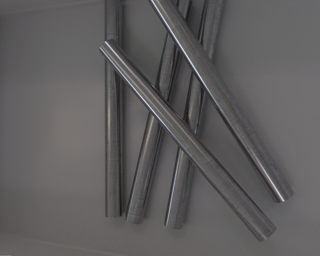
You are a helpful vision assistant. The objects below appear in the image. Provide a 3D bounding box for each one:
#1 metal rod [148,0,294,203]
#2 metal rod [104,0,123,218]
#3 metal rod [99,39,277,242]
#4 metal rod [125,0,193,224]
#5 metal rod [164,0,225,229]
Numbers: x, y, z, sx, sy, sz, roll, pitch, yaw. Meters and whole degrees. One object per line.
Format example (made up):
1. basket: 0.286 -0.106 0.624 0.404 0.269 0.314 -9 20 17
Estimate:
1. metal rod: 0.065 -0.047 0.364 0.025 0.025 0.299 -32 88 17
2. metal rod: -0.065 -0.027 0.433 0.025 0.025 0.298 0 90 20
3. metal rod: 0.025 0.005 0.373 0.025 0.025 0.300 -43 77 15
4. metal rod: -0.003 -0.019 0.411 0.025 0.025 0.298 14 95 19
5. metal rod: 0.044 -0.020 0.394 0.025 0.025 0.298 11 94 19
